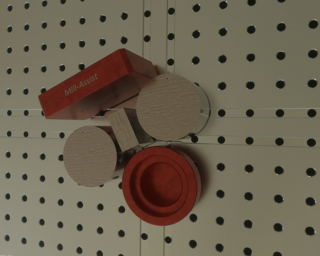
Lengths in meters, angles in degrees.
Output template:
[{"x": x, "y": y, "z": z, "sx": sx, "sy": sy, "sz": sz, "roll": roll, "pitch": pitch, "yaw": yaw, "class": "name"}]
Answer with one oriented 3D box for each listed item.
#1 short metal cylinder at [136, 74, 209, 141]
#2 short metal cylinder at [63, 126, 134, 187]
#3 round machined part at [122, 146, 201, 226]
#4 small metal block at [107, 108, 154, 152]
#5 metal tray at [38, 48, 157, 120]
[{"x": 0.017, "y": -0.024, "z": 0.389, "sx": 0.080, "sy": 0.050, "sz": 0.079, "roll": 0, "pitch": 90, "yaw": 20, "class": "short metal cylinder"}, {"x": -0.083, "y": 0.037, "z": 0.424, "sx": 0.080, "sy": 0.050, "sz": 0.079, "roll": 0, "pitch": 90, "yaw": 20, "class": "short metal cylinder"}, {"x": 0.005, "y": 0.071, "z": 0.397, "sx": 0.098, "sy": 0.042, "sz": 0.097, "roll": 0, "pitch": 90, "yaw": 19, "class": "round machined part"}, {"x": -0.038, "y": 0.002, "z": 0.408, "sx": 0.025, "sy": 0.050, "sz": 0.050, "roll": -27, "pitch": 81, "yaw": 18, "class": "small metal block"}, {"x": -0.076, "y": -0.050, "z": 0.400, "sx": 0.130, "sy": 0.090, "sz": 0.030, "roll": -25, "pitch": 82, "yaw": 19, "class": "metal tray"}]
